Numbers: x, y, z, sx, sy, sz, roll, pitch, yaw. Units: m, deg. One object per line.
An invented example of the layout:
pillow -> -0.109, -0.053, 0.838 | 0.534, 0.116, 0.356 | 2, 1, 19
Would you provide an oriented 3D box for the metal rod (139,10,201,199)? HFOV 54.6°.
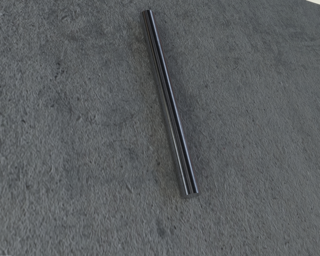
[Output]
metal rod -> 0.008, -0.050, 0.437 | 0.025, 0.025, 0.299 | 2, 61, -27
